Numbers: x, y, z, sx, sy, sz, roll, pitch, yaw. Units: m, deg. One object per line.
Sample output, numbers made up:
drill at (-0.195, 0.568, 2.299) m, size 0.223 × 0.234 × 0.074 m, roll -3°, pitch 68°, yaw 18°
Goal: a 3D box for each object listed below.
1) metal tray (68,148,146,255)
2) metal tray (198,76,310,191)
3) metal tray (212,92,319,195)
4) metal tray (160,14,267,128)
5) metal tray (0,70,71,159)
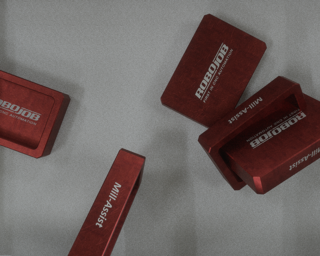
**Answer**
metal tray at (-0.056, 0.098, 0.350) m, size 0.030 × 0.090 × 0.130 m, roll 21°, pitch 60°, yaw 4°
metal tray at (0.123, 0.009, 0.387) m, size 0.130 × 0.030 × 0.090 m, roll -37°, pitch 124°, yaw 0°
metal tray at (0.141, 0.011, 0.370) m, size 0.131 × 0.090 × 0.030 m, roll -30°, pitch 127°, yaw -8°
metal tray at (0.069, -0.070, 0.409) m, size 0.090 × 0.030 × 0.130 m, roll 28°, pitch 90°, yaw 0°
metal tray at (-0.197, -0.024, 0.407) m, size 0.131 × 0.030 × 0.090 m, roll 20°, pitch 90°, yaw 0°
